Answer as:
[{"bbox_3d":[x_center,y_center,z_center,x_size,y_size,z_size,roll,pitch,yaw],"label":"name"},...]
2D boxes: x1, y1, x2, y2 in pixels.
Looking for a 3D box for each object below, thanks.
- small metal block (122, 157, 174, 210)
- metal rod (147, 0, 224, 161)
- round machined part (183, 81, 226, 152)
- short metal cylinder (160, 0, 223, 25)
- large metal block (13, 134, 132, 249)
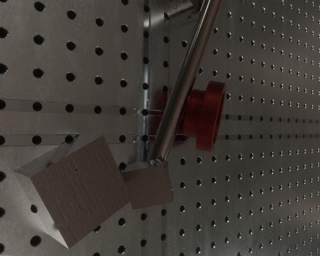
[{"bbox_3d":[-0.014,0.068,0.381,0.025,0.050,0.050,-72,149,-76],"label":"small metal block"},{"bbox_3d":[0.040,-0.081,0.400,0.025,0.025,0.298,18,92,-39],"label":"metal rod"},{"bbox_3d":[0.061,-0.018,0.432,0.098,0.042,0.097,11,91,-76],"label":"round machined part"},{"bbox_3d":[0.045,-0.190,0.432,0.081,0.050,0.079,0,90,-40],"label":"short metal cylinder"},{"bbox_3d":[-0.088,0.060,0.321,0.081,0.050,0.080,-33,111,-35],"label":"large metal block"}]
